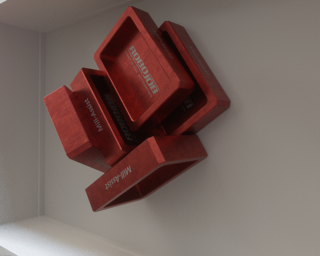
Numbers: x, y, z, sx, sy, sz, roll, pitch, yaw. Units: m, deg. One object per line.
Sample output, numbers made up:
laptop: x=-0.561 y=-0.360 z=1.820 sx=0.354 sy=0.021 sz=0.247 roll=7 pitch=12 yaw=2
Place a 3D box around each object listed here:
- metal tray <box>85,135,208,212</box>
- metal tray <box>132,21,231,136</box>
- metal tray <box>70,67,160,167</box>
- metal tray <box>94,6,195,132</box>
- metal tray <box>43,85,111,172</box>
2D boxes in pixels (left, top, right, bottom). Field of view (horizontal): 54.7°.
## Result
metal tray: x=-0.017 y=0.055 z=0.375 sx=0.130 sy=0.091 sz=0.030 roll=-39 pitch=66 yaw=32
metal tray: x=0.017 y=-0.055 z=0.387 sx=0.090 sy=0.030 sz=0.130 roll=-42 pitch=64 yaw=33
metal tray: x=-0.050 y=-0.016 z=0.400 sx=0.030 sy=0.091 sz=0.130 roll=-44 pitch=64 yaw=31
metal tray: x=-0.025 y=-0.071 z=0.380 sx=0.090 sy=0.030 sz=0.130 roll=-44 pitch=63 yaw=31
metal tray: x=-0.093 y=0.009 z=0.412 sx=0.030 sy=0.130 sz=0.090 roll=-31 pitch=67 yaw=3
